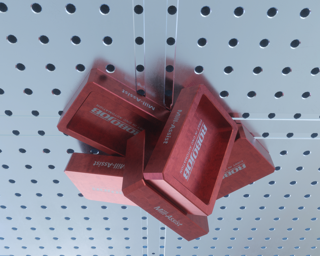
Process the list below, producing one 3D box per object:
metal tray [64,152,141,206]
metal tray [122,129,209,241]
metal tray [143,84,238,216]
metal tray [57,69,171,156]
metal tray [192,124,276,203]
[{"bbox_3d":[-0.058,0.077,0.441,0.131,0.030,0.090,4,143,15],"label":"metal tray"},{"bbox_3d":[0.010,0.073,0.391,0.030,0.090,0.130,-31,124,23],"label":"metal tray"},{"bbox_3d":[0.042,0.024,0.365,0.030,0.130,0.090,-9,136,45],"label":"metal tray"},{"bbox_3d":[-0.053,-0.007,0.402,0.131,0.030,0.090,29,124,-23],"label":"metal tray"},{"bbox_3d":[0.089,0.059,0.458,0.130,0.030,0.090,-34,123,25],"label":"metal tray"}]
